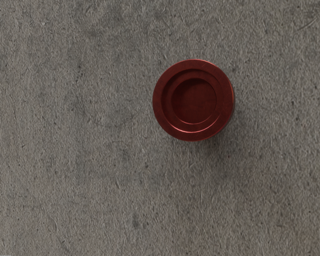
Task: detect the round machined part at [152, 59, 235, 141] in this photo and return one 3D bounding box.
[{"bbox_3d":[0.044,-0.033,0.385,0.098,0.042,0.097,0,90,20],"label":"round machined part"}]
